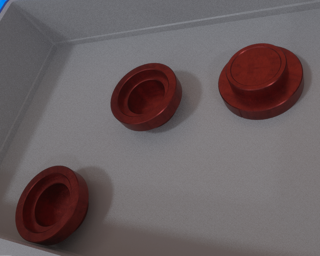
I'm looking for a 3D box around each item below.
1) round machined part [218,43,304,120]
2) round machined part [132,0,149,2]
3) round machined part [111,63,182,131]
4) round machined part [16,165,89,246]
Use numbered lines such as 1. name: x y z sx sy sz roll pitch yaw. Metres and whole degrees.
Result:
1. round machined part: 0.118 -0.062 0.371 0.098 0.042 0.098 -13 56 21
2. round machined part: -0.027 -0.292 0.591 0.098 0.042 0.098 -13 56 21
3. round machined part: -0.015 -0.038 0.426 0.098 0.042 0.098 -13 56 21
4. round machined part: -0.133 0.102 0.402 0.098 0.042 0.098 -13 55 20
